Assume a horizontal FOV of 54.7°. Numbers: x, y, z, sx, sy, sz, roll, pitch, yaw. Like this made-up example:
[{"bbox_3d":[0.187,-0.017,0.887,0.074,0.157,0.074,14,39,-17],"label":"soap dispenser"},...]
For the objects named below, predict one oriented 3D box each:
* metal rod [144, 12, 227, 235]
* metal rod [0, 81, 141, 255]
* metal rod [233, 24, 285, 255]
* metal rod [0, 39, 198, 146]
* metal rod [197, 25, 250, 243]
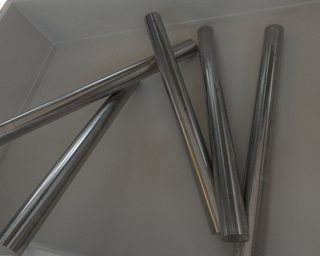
[{"bbox_3d":[0.026,-0.026,0.374,0.025,0.025,0.299,-23,63,14],"label":"metal rod"},{"bbox_3d":[-0.083,0.012,0.364,0.025,0.025,0.301,-7,34,25],"label":"metal rod"},{"bbox_3d":[0.113,0.005,0.343,0.025,0.025,0.300,1,62,29],"label":"metal rod"},{"bbox_3d":[-0.078,-0.052,0.408,0.302,0.025,0.025,-28,48,-19],"label":"metal rod"},{"bbox_3d":[0.067,-0.021,0.367,0.025,0.025,0.300,-15,50,19],"label":"metal rod"}]
